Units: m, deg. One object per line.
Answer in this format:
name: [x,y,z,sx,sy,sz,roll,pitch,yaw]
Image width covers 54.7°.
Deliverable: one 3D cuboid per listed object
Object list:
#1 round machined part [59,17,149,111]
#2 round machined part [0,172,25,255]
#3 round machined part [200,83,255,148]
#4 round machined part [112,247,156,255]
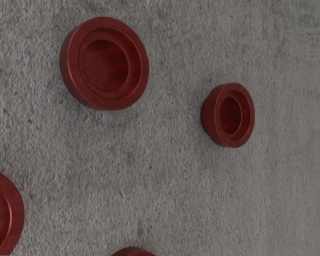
round machined part: [-0.063,-0.067,0.340,0.099,0.042,0.097,0,90,-40]
round machined part: [-0.168,0.075,0.253,0.099,0.042,0.097,0,90,-40]
round machined part: [0.100,-0.019,0.477,0.099,0.042,0.097,0,90,-40]
round machined part: [-0.030,0.198,0.369,0.099,0.042,0.097,0,90,-40]
